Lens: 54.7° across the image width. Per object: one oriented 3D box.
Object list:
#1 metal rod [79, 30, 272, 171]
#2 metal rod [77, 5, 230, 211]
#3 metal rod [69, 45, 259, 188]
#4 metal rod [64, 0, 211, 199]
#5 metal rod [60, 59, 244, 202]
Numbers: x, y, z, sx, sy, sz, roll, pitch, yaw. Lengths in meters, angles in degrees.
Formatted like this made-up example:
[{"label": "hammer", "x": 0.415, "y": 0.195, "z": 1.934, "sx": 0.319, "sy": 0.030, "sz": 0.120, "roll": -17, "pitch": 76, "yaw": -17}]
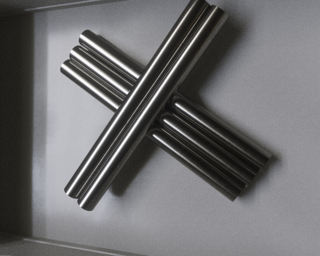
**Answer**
[{"label": "metal rod", "x": 0.009, "y": -0.045, "z": 0.406, "sx": 0.300, "sy": 0.025, "sz": 0.025, "roll": 36, "pitch": 102, "yaw": 16}, {"label": "metal rod", "x": -0.015, "y": -0.016, "z": 0.388, "sx": 0.025, "sy": 0.025, "sz": 0.299, "roll": 39, "pitch": 102, "yaw": 16}, {"label": "metal rod", "x": -0.006, "y": -0.024, "z": 0.411, "sx": 0.300, "sy": 0.025, "sz": 0.025, "roll": 36, "pitch": 102, "yaw": 16}, {"label": "metal rod", "x": -0.035, "y": -0.030, "z": 0.395, "sx": 0.025, "sy": 0.025, "sz": 0.299, "roll": 39, "pitch": 102, "yaw": 16}, {"label": "metal rod", "x": -0.021, "y": -0.005, "z": 0.416, "sx": 0.300, "sy": 0.025, "sz": 0.025, "roll": 36, "pitch": 102, "yaw": 16}]
